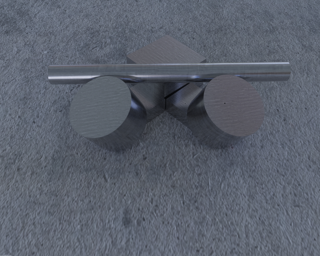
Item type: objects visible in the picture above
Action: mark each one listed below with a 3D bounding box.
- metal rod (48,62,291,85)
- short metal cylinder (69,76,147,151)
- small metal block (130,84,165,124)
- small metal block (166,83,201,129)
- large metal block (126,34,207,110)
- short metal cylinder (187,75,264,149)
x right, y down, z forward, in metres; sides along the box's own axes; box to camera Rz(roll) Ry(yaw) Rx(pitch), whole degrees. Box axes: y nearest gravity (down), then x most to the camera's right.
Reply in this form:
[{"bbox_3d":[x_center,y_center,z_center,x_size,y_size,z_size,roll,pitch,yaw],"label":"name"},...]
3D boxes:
[{"bbox_3d":[0.013,-0.070,0.397,0.302,0.025,0.025,-1,50,-1],"label":"metal rod"},{"bbox_3d":[-0.063,-0.017,0.383,0.080,0.050,0.080,-7,66,17],"label":"short metal cylinder"},{"bbox_3d":[-0.028,-0.032,0.431,0.050,0.025,0.050,-35,59,-27],"label":"small metal block"},{"bbox_3d":[0.044,-0.031,0.430,0.050,0.025,0.050,-36,59,-26],"label":"small metal block"},{"bbox_3d":[0.009,-0.084,0.457,0.080,0.050,0.080,-35,58,-26],"label":"large metal block"},{"bbox_3d":[0.081,-0.019,0.387,0.081,0.050,0.080,7,68,-16],"label":"short metal cylinder"}]
